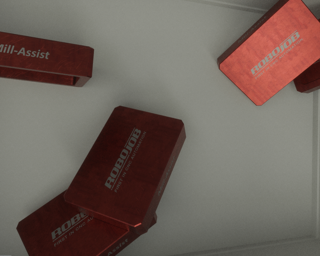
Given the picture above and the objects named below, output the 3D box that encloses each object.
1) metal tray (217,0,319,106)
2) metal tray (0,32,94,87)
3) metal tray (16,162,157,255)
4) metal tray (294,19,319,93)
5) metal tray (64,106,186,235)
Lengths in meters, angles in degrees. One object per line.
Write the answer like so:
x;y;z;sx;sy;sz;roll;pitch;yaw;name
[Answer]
0.157;-0.104;0.430;0.090;0.030;0.130;40;113;-16;metal tray
-0.142;-0.070;0.323;0.131;0.090;0.030;5;89;-20;metal tray
-0.081;0.106;0.349;0.131;0.090;0.030;-35;145;-17;metal tray
0.249;-0.114;0.438;0.030;0.130;0.090;-3;74;-46;metal tray
-0.034;0.041;0.348;0.090;0.030;0.130;14;59;19;metal tray
